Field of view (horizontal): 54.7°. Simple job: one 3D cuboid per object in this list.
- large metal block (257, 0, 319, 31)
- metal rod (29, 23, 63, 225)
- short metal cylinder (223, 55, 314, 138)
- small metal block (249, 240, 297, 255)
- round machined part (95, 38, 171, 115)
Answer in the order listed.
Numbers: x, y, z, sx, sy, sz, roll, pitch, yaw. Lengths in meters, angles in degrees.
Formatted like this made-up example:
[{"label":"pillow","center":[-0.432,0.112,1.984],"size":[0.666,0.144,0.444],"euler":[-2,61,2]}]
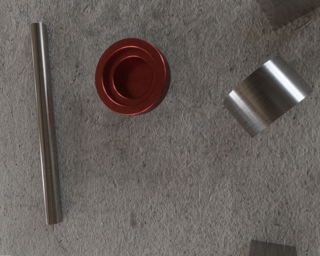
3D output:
[{"label":"large metal block","center":[0.148,-0.156,0.328],"size":[0.080,0.080,0.050],"euler":[-27,81,17]},{"label":"metal rod","center":[-0.172,-0.008,0.467],"size":[0.025,0.025,0.298],"euler":[-6,88,19]},{"label":"short metal cylinder","center":[0.117,-0.033,0.339],"size":[0.080,0.080,0.050],"euler":[-41,77,15]},{"label":"small metal block","center":[0.128,0.152,0.351],"size":[0.050,0.050,0.025],"euler":[3,91,19]},{"label":"round machined part","center":[-0.032,-0.065,0.410],"size":[0.098,0.042,0.097],"euler":[0,90,19]}]
